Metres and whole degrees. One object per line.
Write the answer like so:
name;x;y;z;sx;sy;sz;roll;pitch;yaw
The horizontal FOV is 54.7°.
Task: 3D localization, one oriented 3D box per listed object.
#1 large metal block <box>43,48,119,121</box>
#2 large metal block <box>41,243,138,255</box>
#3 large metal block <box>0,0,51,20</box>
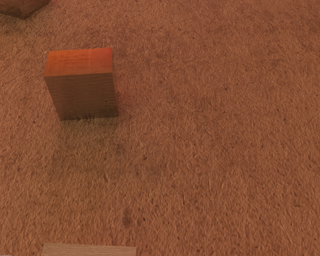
large metal block;-0.100;-0.057;0.415;0.081;0.080;0.050;-4;50;-4
large metal block;-0.062;0.148;0.262;0.080;0.050;0.080;2;50;2
large metal block;-0.278;-0.262;0.606;0.080;0.050;0.080;20;53;16
